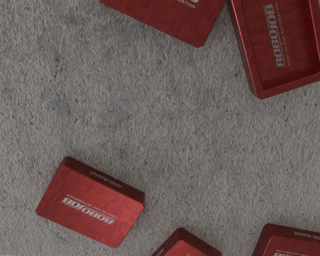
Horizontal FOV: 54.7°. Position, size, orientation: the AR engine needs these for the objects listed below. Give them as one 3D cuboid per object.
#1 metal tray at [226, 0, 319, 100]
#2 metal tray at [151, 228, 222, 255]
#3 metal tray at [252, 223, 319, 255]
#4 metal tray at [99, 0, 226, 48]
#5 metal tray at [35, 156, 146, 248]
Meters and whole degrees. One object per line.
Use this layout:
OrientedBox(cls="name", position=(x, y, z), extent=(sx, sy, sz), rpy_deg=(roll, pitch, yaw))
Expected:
OrientedBox(cls="metal tray", position=(0.141, -0.109, 0.367), extent=(0.090, 0.030, 0.129), rpy_deg=(-19, 109, 6))
OrientedBox(cls="metal tray", position=(0.026, 0.230, 0.491), extent=(0.090, 0.030, 0.130), rpy_deg=(36, 106, -13))
OrientedBox(cls="metal tray", position=(0.217, 0.205, 0.484), extent=(0.131, 0.030, 0.089), rpy_deg=(12, 110, -5))
OrientedBox(cls="metal tray", position=(0.007, -0.158, 0.349), extent=(0.131, 0.030, 0.089), rpy_deg=(23, 108, -9))
OrientedBox(cls="metal tray", position=(-0.098, 0.109, 0.446), extent=(0.131, 0.030, 0.090), rpy_deg=(28, 108, -10))
